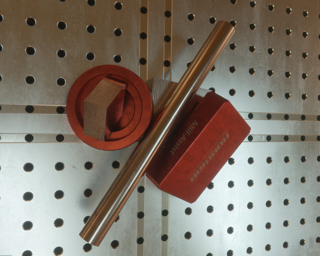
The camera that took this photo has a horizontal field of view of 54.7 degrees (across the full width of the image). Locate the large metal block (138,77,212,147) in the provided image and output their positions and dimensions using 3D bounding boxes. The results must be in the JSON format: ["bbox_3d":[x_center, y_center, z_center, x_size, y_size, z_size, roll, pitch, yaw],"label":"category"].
[{"bbox_3d":[0.015,-0.015,0.406,0.081,0.050,0.080,10,87,-20],"label":"large metal block"}]

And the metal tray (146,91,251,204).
[{"bbox_3d":[0.052,0.029,0.395,0.130,0.030,0.090,-52,139,1],"label":"metal tray"}]

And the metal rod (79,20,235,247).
[{"bbox_3d":[0.004,-0.003,0.361,0.025,0.025,0.300,36,78,-17],"label":"metal rod"}]

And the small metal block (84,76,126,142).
[{"bbox_3d":[-0.062,-0.022,0.347,0.025,0.050,0.050,20,44,6],"label":"small metal block"}]

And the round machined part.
[{"bbox_3d":[-0.056,-0.024,0.370,0.099,0.042,0.097,0,93,5],"label":"round machined part"}]
